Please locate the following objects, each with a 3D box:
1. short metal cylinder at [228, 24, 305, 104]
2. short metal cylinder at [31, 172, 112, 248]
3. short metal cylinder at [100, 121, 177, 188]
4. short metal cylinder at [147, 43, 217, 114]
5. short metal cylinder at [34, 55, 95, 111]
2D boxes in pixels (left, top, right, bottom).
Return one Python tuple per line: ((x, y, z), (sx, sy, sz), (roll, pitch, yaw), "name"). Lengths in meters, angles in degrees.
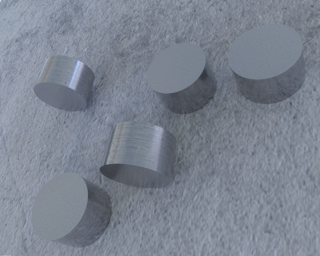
((0.127, -0.075, 0.367), (0.080, 0.050, 0.080), (-13, 56, 20), "short metal cylinder")
((-0.107, 0.101, 0.380), (0.080, 0.050, 0.080), (-13, 56, 20), "short metal cylinder")
((-0.024, 0.033, 0.360), (0.080, 0.080, 0.050), (-4, 60, 26), "short metal cylinder")
((0.030, -0.065, 0.411), (0.080, 0.050, 0.080), (-13, 56, 20), "short metal cylinder")
((-0.149, -0.068, 0.486), (0.080, 0.080, 0.050), (-4, 60, 26), "short metal cylinder")
